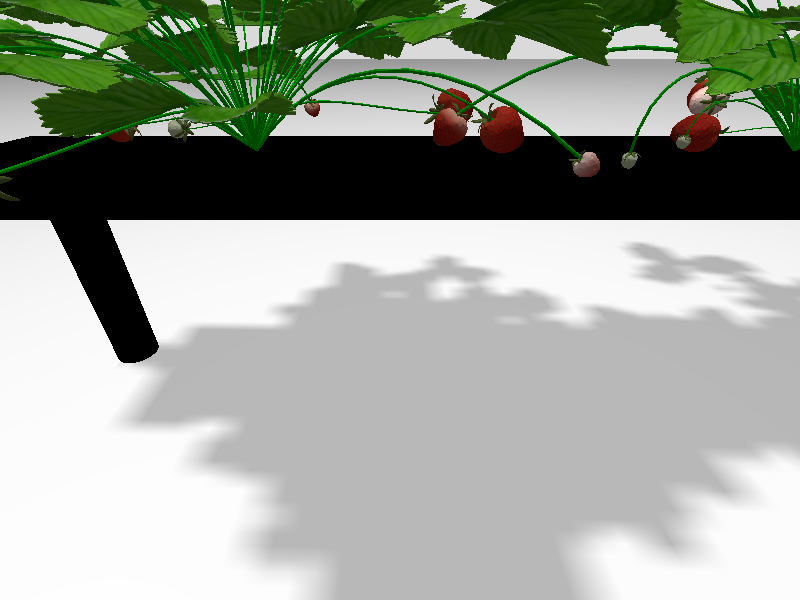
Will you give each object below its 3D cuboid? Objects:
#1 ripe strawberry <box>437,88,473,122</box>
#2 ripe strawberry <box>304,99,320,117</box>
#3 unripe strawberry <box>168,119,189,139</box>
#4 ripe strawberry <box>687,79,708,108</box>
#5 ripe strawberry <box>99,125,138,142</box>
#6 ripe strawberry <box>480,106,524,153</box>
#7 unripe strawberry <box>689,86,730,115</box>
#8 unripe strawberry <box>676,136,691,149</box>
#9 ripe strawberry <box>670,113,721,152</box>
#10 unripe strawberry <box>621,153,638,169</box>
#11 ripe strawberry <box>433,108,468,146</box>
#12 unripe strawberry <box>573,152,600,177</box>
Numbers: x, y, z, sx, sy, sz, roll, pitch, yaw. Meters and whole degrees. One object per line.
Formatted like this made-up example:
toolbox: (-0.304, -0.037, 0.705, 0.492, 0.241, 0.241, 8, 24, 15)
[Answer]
ripe strawberry: (0.054, -0.186, 0.393, 0.038, 0.040, 0.035, -14, 35, -21)
ripe strawberry: (-0.108, -0.236, 0.494, 0.019, 0.020, 0.020, 2, -14, 3)
unripe strawberry: (-0.208, -0.160, 0.374, 0.019, 0.017, 0.019, 17, 36, 25)
ripe strawberry: (0.396, -0.269, 0.525, 0.033, 0.038, 0.036, 8, 33, 13)
ripe strawberry: (-0.254, -0.157, 0.355, 0.031, 0.031, 0.035, 7, 33, 12)
ripe strawberry: (0.085, -0.137, 0.327, 0.035, 0.035, 0.033, 30, 28, -17)
unripe strawberry: (0.375, -0.244, 0.488, 0.040, 0.034, 0.040, 7, 33, 11)
unripe strawberry: (0.222, -0.124, 0.314, 0.010, 0.010, 0.009, -5, 33, -8)
ripe strawberry: (0.235, -0.134, 0.321, 0.030, 0.029, 0.033, -3, 33, -3)
unripe strawberry: (0.157, -0.095, 0.275, 0.010, 0.010, 0.011, -12, 34, -18)
ripe strawberry: (0.042, -0.149, 0.350, 0.030, 0.031, 0.029, 36, 29, -16)
unripe strawberry: (0.122, -0.087, 0.260, 0.016, 0.016, 0.014, 37, 37, -3)
